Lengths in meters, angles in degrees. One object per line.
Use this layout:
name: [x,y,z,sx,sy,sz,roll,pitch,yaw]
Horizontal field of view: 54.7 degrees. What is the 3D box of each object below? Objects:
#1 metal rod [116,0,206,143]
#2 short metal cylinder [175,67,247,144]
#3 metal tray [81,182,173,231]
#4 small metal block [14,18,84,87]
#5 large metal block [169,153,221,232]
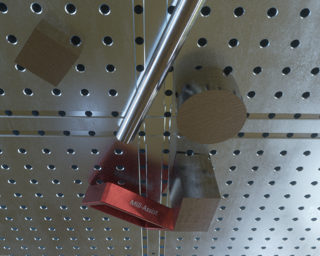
metal rod: [0.012,-0.092,0.333,0.025,0.025,0.298,18,128,-15]
short metal cylinder: [0.059,-0.026,0.374,0.081,0.050,0.079,0,130,0]
metal tray: [-0.047,0.127,0.490,0.131,0.030,0.090,29,152,-23]
small metal block: [-0.122,-0.081,0.341,0.050,0.025,0.050,33,123,-25]
large metal block: [0.047,0.095,0.455,0.050,0.080,0.079,3,130,-8]
